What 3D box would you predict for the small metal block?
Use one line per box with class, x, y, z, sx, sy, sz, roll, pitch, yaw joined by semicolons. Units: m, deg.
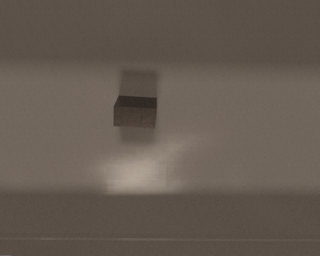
small metal block;-0.030;-0.021;0.390;0.050;0.050;0.025;3;110;-2
